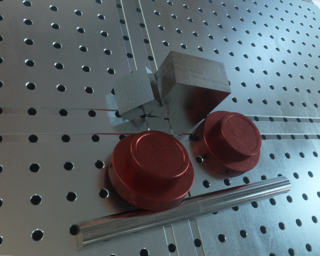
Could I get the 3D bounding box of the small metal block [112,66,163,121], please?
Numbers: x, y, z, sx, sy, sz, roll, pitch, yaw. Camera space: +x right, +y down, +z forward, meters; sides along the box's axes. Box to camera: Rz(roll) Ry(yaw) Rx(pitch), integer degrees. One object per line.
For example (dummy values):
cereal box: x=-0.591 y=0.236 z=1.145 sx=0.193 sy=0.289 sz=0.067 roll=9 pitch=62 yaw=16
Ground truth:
small metal block: x=-0.029 y=-0.044 z=0.400 sx=0.025 sy=0.050 sz=0.050 roll=35 pitch=36 yaw=-60

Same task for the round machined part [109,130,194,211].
round machined part: x=-0.006 y=0.041 z=0.354 sx=0.099 sy=0.042 sz=0.098 roll=14 pitch=41 yaw=-13

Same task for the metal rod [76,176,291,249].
metal rod: x=0.051 y=0.094 z=0.378 sx=0.303 sy=0.025 sz=0.025 roll=-5 pitch=64 yaw=-30

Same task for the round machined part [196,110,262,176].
round machined part: x=0.105 y=0.016 z=0.444 sx=0.099 sy=0.042 sz=0.098 roll=14 pitch=56 yaw=-21

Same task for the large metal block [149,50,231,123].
large metal block: x=0.036 y=-0.053 z=0.424 sx=0.081 sy=0.080 sz=0.050 roll=7 pitch=59 yaw=-25
